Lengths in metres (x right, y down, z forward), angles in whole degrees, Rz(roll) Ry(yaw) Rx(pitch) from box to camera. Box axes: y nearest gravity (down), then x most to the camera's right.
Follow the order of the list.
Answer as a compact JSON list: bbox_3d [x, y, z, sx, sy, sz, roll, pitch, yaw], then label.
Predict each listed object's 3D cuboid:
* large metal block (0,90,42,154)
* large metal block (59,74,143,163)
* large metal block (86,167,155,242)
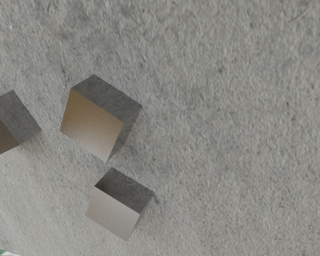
[{"bbox_3d":[-0.262,-0.007,0.522,0.080,0.050,0.080,-20,108,35],"label":"large metal block"},{"bbox_3d":[-0.082,-0.013,0.424,0.080,0.050,0.079,33,129,6],"label":"large metal block"},{"bbox_3d":[-0.065,0.123,0.500,0.080,0.050,0.079,29,128,9],"label":"large metal block"}]
